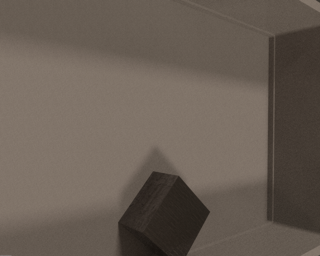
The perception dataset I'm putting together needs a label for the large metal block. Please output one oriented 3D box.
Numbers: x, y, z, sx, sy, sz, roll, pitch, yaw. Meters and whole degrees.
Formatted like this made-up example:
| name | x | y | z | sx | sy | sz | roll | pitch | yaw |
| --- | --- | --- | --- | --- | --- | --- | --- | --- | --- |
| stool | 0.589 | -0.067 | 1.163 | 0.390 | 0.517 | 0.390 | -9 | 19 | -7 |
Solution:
| name | x | y | z | sx | sy | sz | roll | pitch | yaw |
| --- | --- | --- | --- | --- | --- | --- | --- | --- | --- |
| large metal block | 0.008 | 0.115 | 0.400 | 0.080 | 0.050 | 0.080 | 51 | 60 | -28 |
